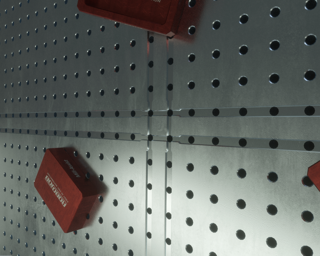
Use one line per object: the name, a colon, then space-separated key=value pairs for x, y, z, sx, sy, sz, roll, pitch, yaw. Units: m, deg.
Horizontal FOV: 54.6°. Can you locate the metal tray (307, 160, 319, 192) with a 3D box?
metal tray: x=0.197 y=0.063 z=0.243 sx=0.090 sy=0.030 sz=0.130 roll=-45 pitch=63 yaw=31

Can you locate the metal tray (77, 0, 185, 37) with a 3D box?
metal tray: x=-0.033 y=-0.178 z=0.397 sx=0.130 sy=0.030 sz=0.089 roll=18 pitch=103 yaw=10

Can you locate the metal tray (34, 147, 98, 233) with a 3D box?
metal tray: x=-0.171 y=0.107 z=0.549 sx=0.130 sy=0.030 sz=0.089 roll=41 pitch=115 yaw=32
